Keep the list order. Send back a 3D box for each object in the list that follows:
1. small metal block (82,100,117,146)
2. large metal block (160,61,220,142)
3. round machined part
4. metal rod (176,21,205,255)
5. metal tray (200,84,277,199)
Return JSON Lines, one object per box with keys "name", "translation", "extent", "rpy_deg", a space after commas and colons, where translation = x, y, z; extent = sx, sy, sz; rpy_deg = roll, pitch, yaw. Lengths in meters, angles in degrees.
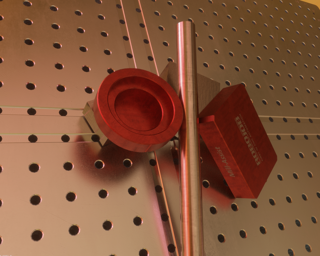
{"name": "small metal block", "translation": [-0.058, -0.013, 0.381], "extent": [0.050, 0.025, 0.050], "rpy_deg": [-25, 75, -37]}
{"name": "large metal block", "translation": [0.034, -0.033, 0.427], "extent": [0.080, 0.050, 0.080], "rpy_deg": [21, 54, -16]}
{"name": "round machined part", "translation": [-0.027, -0.016, 0.353], "extent": [0.099, 0.042, 0.098], "rpy_deg": [11, 58, -19]}
{"name": "metal rod", "translation": [0.034, 0.015, 0.362], "extent": [0.025, 0.025, 0.299], "rpy_deg": [6, 75, -25]}
{"name": "metal tray", "translation": [0.106, 0.018, 0.414], "extent": [0.090, 0.030, 0.130], "rpy_deg": [-45, 113, -38]}
